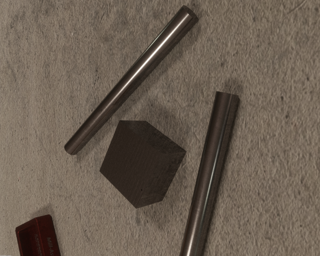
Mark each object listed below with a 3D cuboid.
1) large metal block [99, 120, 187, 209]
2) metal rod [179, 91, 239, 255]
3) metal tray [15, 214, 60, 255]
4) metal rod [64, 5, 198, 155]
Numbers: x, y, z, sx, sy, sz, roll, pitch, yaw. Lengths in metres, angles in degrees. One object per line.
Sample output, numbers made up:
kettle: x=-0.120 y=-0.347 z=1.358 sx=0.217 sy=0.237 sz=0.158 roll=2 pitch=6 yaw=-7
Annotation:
large metal block: x=-0.024 y=0.044 z=0.407 sx=0.080 sy=0.050 sz=0.079 roll=37 pitch=112 yaw=33
metal rod: x=0.046 y=0.106 z=0.365 sx=0.025 sy=0.025 sz=0.298 roll=18 pitch=102 yaw=38
metal tray: x=-0.228 y=0.240 z=0.585 sx=0.090 sy=0.030 sz=0.129 roll=-30 pitch=71 yaw=35
metal rod: x=-0.057 y=-0.052 z=0.449 sx=0.299 sy=0.025 sz=0.025 roll=-43 pitch=64 yaw=31
